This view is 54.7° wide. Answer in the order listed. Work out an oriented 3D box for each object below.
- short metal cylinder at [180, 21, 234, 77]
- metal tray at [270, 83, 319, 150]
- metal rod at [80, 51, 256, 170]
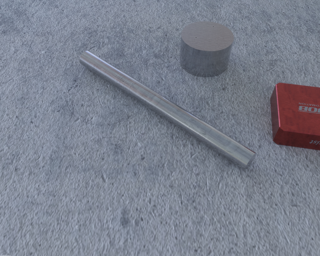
[{"bbox_3d":[0.073,-0.126,0.494,0.081,0.050,0.080,0,50,0],"label":"short metal cylinder"},{"bbox_3d":[0.220,-0.013,0.414,0.131,0.030,0.090,8,50,6],"label":"metal tray"},{"bbox_3d":[-0.005,-0.036,0.433,0.300,0.025,0.025,34,58,25],"label":"metal rod"}]
